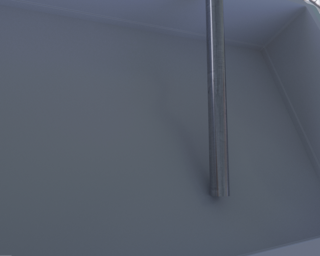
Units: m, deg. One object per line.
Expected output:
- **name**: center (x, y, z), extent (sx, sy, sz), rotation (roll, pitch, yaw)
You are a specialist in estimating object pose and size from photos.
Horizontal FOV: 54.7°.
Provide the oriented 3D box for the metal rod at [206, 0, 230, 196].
- **metal rod**: center (0.077, -0.060, 0.422), extent (0.025, 0.025, 0.298), rotation (5, 79, -26)
